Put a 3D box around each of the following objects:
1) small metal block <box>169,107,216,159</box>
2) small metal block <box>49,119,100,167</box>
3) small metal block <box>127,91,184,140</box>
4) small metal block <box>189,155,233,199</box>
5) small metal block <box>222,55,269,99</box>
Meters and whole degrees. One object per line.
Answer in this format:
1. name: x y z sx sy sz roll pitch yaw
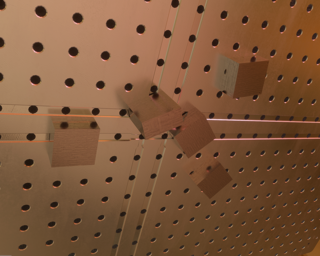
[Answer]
1. small metal block: 0.045 0.007 0.439 0.050 0.025 0.050 -36 129 -4
2. small metal block: -0.102 0.017 0.366 0.050 0.025 0.050 0 119 -28
3. small metal block: -0.006 -0.017 0.380 0.050 0.050 0.025 -22 127 -15
4. small metal block: 0.083 0.081 0.506 0.050 0.025 0.050 -41 129 0
5. small metal block: 0.118 -0.072 0.431 0.050 0.025 0.050 -11 123 -23
